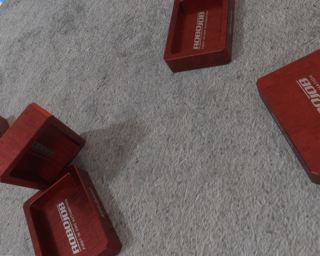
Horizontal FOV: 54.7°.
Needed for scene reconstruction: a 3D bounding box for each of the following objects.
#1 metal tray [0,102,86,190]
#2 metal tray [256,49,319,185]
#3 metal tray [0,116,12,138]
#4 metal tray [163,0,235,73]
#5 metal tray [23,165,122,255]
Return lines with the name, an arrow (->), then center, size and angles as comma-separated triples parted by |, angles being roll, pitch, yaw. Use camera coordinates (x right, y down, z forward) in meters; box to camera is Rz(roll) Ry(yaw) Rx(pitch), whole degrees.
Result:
metal tray -> -0.152, 0.031, 0.397 | 0.030, 0.130, 0.090 | 33, 79, 13
metal tray -> 0.170, -0.018, 0.322 | 0.090, 0.030, 0.130 | -26, 53, 12
metal tray -> -0.321, 0.044, 0.542 | 0.130, 0.030, 0.090 | -41, 51, 0
metal tray -> 0.060, -0.148, 0.459 | 0.090, 0.030, 0.130 | -4, 60, 26
metal tray -> -0.114, 0.121, 0.385 | 0.090, 0.030, 0.130 | -39, 51, 1
